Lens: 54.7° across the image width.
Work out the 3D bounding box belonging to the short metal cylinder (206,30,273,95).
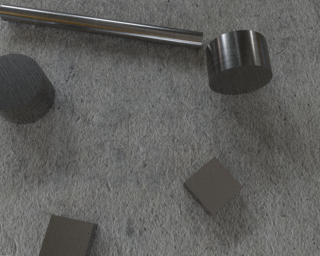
[{"bbox_3d":[0.103,-0.084,0.411,0.081,0.080,0.050,-2,70,-1],"label":"short metal cylinder"}]

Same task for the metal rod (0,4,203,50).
[{"bbox_3d":[-0.087,-0.152,0.462,0.302,0.025,0.025,9,70,3],"label":"metal rod"}]

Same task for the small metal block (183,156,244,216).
[{"bbox_3d":[0.065,0.072,0.382,0.050,0.025,0.050,-38,75,-13],"label":"small metal block"}]

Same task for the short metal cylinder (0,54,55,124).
[{"bbox_3d":[-0.188,-0.051,0.412,0.081,0.050,0.080,0,70,0],"label":"short metal cylinder"}]

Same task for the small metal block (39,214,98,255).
[{"bbox_3d":[-0.106,0.132,0.359,0.050,0.025,0.050,11,70,4],"label":"small metal block"}]
